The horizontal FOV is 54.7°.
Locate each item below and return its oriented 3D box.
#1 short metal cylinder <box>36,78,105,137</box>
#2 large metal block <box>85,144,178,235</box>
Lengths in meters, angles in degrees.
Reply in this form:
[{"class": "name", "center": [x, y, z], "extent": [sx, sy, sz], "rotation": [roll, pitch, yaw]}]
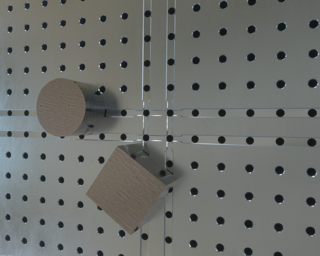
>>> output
[{"class": "short metal cylinder", "center": [-0.127, -0.028, 0.444], "extent": [0.080, 0.050, 0.080], "rotation": [0, 90, 20]}, {"class": "large metal block", "center": [-0.037, 0.078, 0.412], "extent": [0.080, 0.050, 0.080], "rotation": [37, 102, 16]}]
